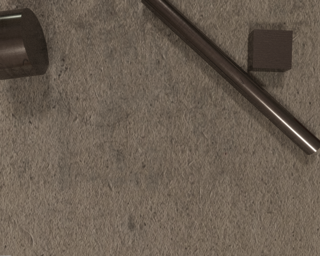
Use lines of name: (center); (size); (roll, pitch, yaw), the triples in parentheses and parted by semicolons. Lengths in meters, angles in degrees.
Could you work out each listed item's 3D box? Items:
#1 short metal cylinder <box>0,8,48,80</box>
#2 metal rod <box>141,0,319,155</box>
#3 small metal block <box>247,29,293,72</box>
short metal cylinder: (-0.178, -0.102, 0.380); (0.050, 0.080, 0.080); (-8, 90, 0)
metal rod: (0.095, -0.075, 0.411); (0.300, 0.025, 0.025); (42, 90, -1)
small metal block: (0.146, -0.102, 0.412); (0.050, 0.025, 0.050); (2, 90, -1)
